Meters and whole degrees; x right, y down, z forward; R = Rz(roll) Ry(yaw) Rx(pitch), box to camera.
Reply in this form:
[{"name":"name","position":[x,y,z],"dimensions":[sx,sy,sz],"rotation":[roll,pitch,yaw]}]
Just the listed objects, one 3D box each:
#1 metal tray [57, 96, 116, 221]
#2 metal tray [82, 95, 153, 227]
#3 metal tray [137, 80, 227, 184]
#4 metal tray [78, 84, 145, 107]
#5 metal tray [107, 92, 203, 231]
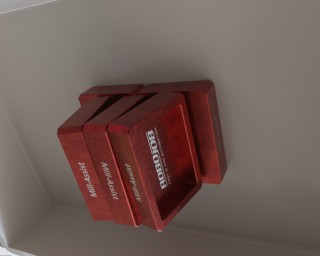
[{"name":"metal tray","position":[-0.070,0.037,0.382],"dimensions":[0.030,0.090,0.129],"rotation":[-6,116,17]},{"name":"metal tray","position":[-0.034,0.037,0.364],"dimensions":[0.030,0.090,0.129],"rotation":[0,116,28]},{"name":"metal tray","position":[0.030,0.008,0.392],"dimensions":[0.090,0.030,0.129],"rotation":[0,119,28]},{"name":"metal tray","position":[-0.051,0.006,0.433],"dimensions":[0.090,0.030,0.129],"rotation":[0,119,28]},{"name":"metal tray","position":[0.001,0.036,0.344],"dimensions":[0.030,0.091,0.129],"rotation":[9,124,40]}]
